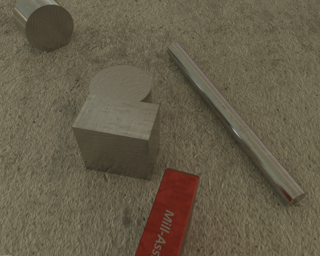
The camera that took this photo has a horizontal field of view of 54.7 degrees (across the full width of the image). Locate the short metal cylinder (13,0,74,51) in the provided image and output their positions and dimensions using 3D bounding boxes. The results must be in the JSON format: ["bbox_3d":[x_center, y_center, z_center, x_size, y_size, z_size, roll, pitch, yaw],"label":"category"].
[{"bbox_3d":[-0.192,-0.175,0.513,0.081,0.080,0.050,-30,57,-23],"label":"short metal cylinder"}]

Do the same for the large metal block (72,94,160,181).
[{"bbox_3d":[-0.045,0.012,0.357,0.080,0.080,0.050,10,51,8],"label":"large metal block"}]

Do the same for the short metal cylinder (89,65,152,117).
[{"bbox_3d":[-0.051,-0.040,0.420,0.081,0.050,0.080,0,50,0],"label":"short metal cylinder"}]

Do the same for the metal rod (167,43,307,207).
[{"bbox_3d":[0.086,-0.026,0.425,0.025,0.025,0.300,-20,53,-16],"label":"metal rod"}]

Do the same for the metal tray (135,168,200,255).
[{"bbox_3d":[0.001,0.112,0.266,0.030,0.089,0.130,14,51,11],"label":"metal tray"}]
